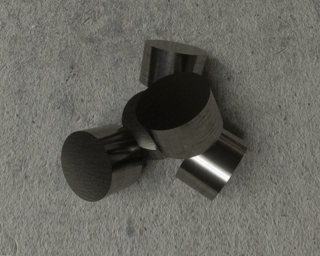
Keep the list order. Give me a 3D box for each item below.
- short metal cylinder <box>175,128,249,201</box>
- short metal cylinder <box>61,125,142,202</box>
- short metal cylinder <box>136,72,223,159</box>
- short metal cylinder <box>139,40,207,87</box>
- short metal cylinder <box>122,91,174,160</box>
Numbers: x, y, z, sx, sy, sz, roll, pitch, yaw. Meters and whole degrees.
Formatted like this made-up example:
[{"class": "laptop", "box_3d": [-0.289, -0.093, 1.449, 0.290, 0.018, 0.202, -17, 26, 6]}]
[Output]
[{"class": "short metal cylinder", "box_3d": [0.061, 0.038, 0.366, 0.050, 0.080, 0.080, 33, 73, 11]}, {"class": "short metal cylinder", "box_3d": [-0.068, 0.039, 0.360, 0.080, 0.050, 0.079, 7, 102, 34]}, {"class": "short metal cylinder", "box_3d": [0.021, -0.014, 0.330, 0.080, 0.050, 0.080, -15, 46, 17]}, {"class": "short metal cylinder", "box_3d": [0.016, -0.081, 0.403, 0.080, 0.080, 0.050, 13, 114, 4]}, {"class": "short metal cylinder", "box_3d": [-0.006, -0.003, 0.397, 0.081, 0.050, 0.080, 0, 70, -1]}]
